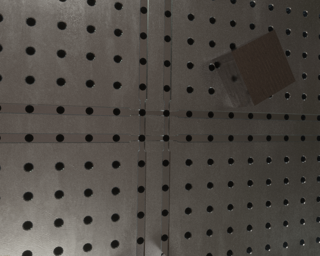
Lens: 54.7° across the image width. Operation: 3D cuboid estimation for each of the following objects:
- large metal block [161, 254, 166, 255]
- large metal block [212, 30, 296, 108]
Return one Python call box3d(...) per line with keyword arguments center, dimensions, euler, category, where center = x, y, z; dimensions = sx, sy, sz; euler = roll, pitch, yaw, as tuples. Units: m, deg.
box3d(center=(-0.007, 0.226, 0.398), dimensions=(0.081, 0.050, 0.080), euler=(-22, 98, -19), category="large metal block")
box3d(center=(0.136, -0.084, 0.451), dimensions=(0.080, 0.050, 0.080), euler=(-30, 100, -18), category="large metal block")
